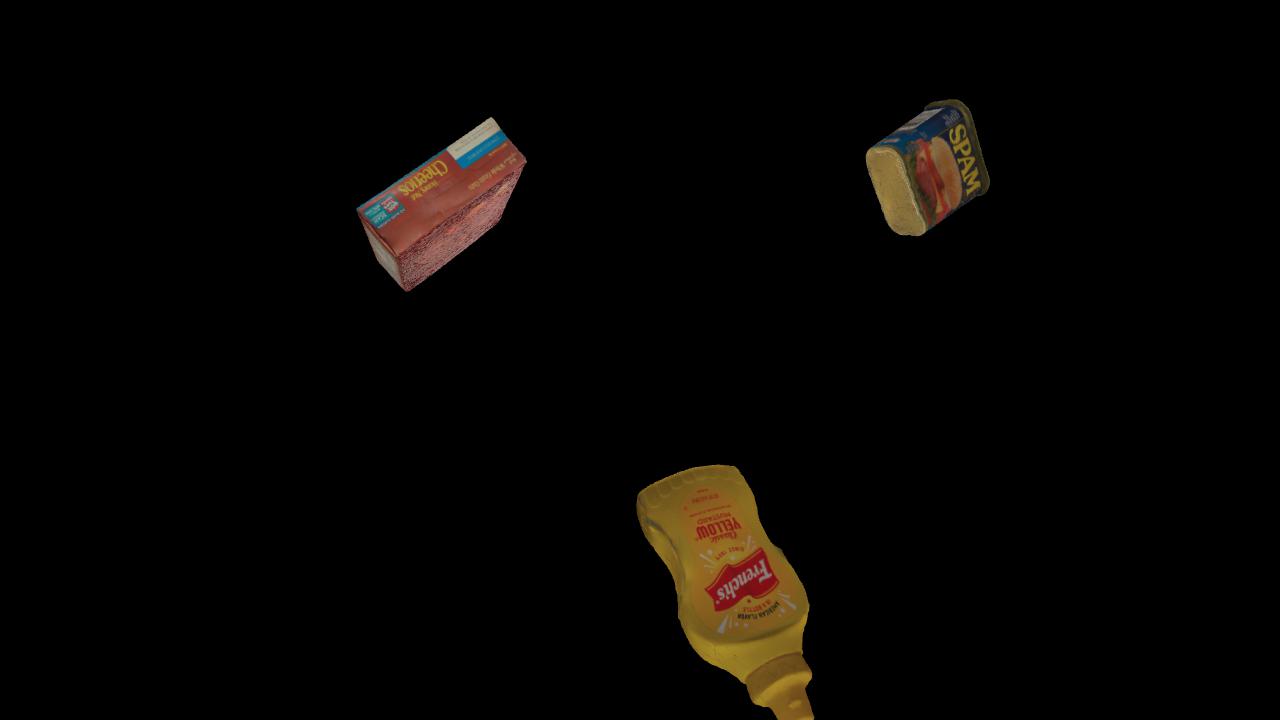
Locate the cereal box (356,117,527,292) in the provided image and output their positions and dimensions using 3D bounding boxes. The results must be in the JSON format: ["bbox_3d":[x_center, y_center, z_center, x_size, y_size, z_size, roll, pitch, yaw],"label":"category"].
[{"bbox_3d":[-0.279,-0.204,0.869,0.203,0.081,0.306,-42,11,-15],"label":"cereal box"}]

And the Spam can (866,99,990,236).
[{"bbox_3d":[0.279,-0.185,0.601,0.085,0.101,0.058,-34,23,-8],"label":"Spam can"}]

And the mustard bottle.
[{"bbox_3d":[0.067,0.162,0.431,0.092,0.054,0.184,-7,44,-20],"label":"mustard bottle"}]
